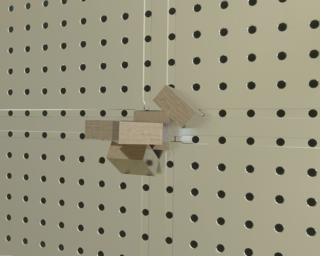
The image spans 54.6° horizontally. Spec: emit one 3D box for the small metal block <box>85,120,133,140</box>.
[{"bbox_3d":[-0.066,0.002,0.423,0.050,0.050,0.025,2,91,20],"label":"small metal block"}]

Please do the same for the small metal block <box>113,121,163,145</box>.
[{"bbox_3d":[-0.028,0.005,0.372,0.050,0.050,0.025,2,92,-17],"label":"small metal block"}]

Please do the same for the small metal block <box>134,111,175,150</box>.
[{"bbox_3d":[-0.008,0.003,0.416,0.050,0.025,0.050,2,90,19],"label":"small metal block"}]

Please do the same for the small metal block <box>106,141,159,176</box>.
[{"bbox_3d":[-0.034,0.041,0.409,0.050,0.050,0.025,1,59,20],"label":"small metal block"}]

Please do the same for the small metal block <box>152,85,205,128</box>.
[{"bbox_3d":[0.025,-0.026,0.391,0.050,0.050,0.025,45,103,14],"label":"small metal block"}]
